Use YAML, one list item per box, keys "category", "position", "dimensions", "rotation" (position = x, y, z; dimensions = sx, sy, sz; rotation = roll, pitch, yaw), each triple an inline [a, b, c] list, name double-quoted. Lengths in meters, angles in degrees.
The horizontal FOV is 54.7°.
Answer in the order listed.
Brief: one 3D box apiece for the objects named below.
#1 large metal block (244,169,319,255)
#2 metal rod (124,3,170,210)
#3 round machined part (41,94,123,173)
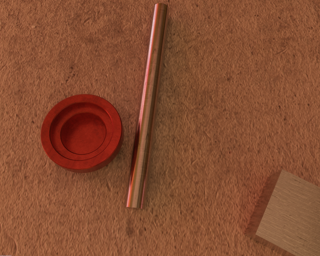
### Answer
- category: "large metal block"
  position: [0.156, 0.106, 0.358]
  dimensions: [0.080, 0.050, 0.080]
  rotation: [27, 72, 9]
- category: "metal rod"
  position: [-0.014, -0.043, 0.423]
  dimensions: [0.025, 0.025, 0.299]
  rotation: [6, 70, 2]
- category: "round machined part"
  position: [-0.095, 0.010, 0.395]
  dimensions: [0.099, 0.042, 0.098]
  rotation: [0, 70, 0]
